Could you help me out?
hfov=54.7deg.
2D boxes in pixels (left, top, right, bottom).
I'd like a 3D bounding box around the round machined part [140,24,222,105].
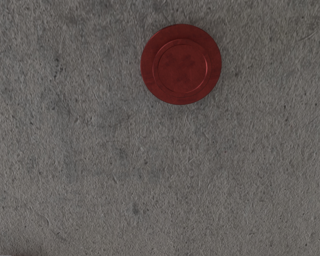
[{"bbox_3d":[0.026,-0.074,0.373,0.099,0.042,0.097,0,110,0],"label":"round machined part"}]
